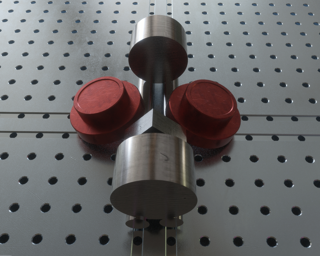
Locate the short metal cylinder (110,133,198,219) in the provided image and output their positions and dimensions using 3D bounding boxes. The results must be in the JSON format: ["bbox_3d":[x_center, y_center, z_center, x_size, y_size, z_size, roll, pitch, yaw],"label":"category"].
[{"bbox_3d":[-0.005,0.049,0.302,0.080,0.080,0.050,1,50,0],"label":"short metal cylinder"}]

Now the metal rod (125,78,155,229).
[{"bbox_3d":[-0.021,-0.015,0.419,0.025,0.025,0.300,1,50,1],"label":"metal rod"}]

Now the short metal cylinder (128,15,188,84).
[{"bbox_3d":[-0.002,-0.109,0.435,0.080,0.080,0.050,1,50,0],"label":"short metal cylinder"}]

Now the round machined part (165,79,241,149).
[{"bbox_3d":[0.059,-0.025,0.400,0.099,0.042,0.098,10,49,-11],"label":"round machined part"}]

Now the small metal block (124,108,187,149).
[{"bbox_3d":[-0.006,0.011,0.351,0.050,0.050,0.025,30,42,-30],"label":"small metal block"}]

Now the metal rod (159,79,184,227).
[{"bbox_3d":[0.014,-0.016,0.420,0.025,0.025,0.300,1,50,1],"label":"metal rod"}]

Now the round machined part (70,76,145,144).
[{"bbox_3d":[-0.072,-0.030,0.405,0.098,0.042,0.098,-9,49,11],"label":"round machined part"}]
